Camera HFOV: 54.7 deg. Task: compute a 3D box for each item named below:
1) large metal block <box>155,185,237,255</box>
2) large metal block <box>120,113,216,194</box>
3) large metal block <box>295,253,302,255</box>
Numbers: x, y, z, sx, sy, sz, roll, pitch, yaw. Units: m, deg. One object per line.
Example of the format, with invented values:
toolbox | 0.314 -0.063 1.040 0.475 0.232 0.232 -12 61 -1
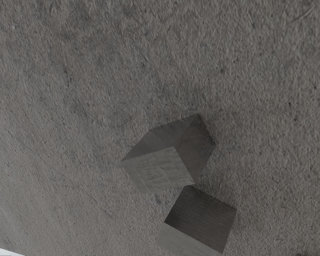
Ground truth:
large metal block | 0.051 0.136 0.428 0.080 0.080 0.050 26 128 12
large metal block | 0.012 0.031 0.384 0.080 0.080 0.050 -19 108 35
large metal block | 0.207 0.233 0.425 0.080 0.050 0.079 25 127 13
